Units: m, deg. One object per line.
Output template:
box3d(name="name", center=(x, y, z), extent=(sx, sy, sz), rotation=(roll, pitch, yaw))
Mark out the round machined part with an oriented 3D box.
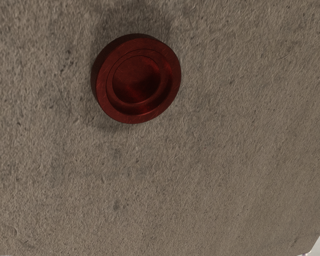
box3d(name="round machined part", center=(-0.029, -0.057, 0.346), extent=(0.099, 0.042, 0.097), rotation=(-14, 125, -21))
